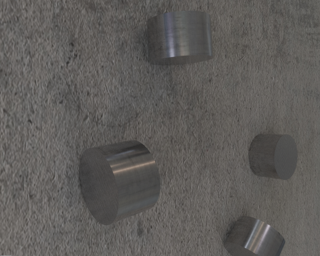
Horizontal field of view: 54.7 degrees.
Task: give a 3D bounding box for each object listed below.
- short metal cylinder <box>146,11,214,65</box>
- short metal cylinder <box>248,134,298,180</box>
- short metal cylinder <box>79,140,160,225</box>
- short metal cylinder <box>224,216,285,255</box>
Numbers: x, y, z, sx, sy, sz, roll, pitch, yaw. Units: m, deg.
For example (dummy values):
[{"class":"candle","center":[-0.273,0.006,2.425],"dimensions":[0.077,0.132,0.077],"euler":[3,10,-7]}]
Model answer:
[{"class":"short metal cylinder","center":[0.025,-0.110,0.389],"dimensions":[0.081,0.080,0.050],"euler":[-8,96,-40]},{"class":"short metal cylinder","center":[0.205,0.051,0.560],"dimensions":[0.081,0.050,0.080],"euler":[0,90,-40]},{"class":"short metal cylinder","center":[-0.045,0.056,0.331],"dimensions":[0.050,0.080,0.079],"euler":[-10,97,-40]},{"class":"short metal cylinder","center":[0.151,0.186,0.496],"dimensions":[0.050,0.080,0.080],"euler":[-52,120,-27]}]
